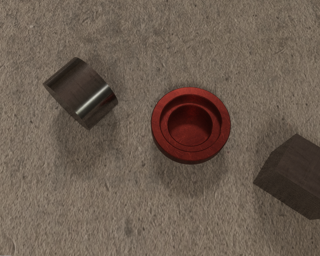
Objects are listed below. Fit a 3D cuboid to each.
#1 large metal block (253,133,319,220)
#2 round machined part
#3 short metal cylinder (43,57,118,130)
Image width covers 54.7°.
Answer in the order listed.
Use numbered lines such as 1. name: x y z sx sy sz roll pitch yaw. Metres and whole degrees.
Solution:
1. large metal block: 0.167 0.060 0.359 0.080 0.080 0.050 33 73 11
2. round machined part: 0.038 0.000 0.400 0.099 0.042 0.098 0 70 -1
3. short metal cylinder: -0.100 -0.042 0.393 0.080 0.080 0.050 41 75 13
